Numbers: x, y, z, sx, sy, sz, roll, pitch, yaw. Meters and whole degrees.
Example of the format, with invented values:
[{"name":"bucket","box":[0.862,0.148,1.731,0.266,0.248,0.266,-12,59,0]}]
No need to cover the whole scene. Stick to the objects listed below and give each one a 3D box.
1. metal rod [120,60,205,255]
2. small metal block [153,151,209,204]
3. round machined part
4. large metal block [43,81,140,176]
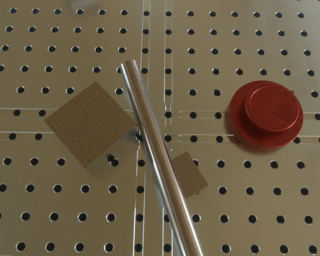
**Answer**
[{"name":"metal rod","box":[0.005,0.050,0.367,0.025,0.025,0.299,-17,71,-6]},{"name":"small metal block","box":[0.025,0.065,0.388,0.050,0.025,0.050,-28,73,-10]},{"name":"round machined part","box":[0.142,-0.021,0.412,0.099,0.042,0.098,0,70,-1]},{"name":"large metal block","box":[-0.084,0.001,0.397,0.080,0.050,0.080,-41,75,-14]}]
